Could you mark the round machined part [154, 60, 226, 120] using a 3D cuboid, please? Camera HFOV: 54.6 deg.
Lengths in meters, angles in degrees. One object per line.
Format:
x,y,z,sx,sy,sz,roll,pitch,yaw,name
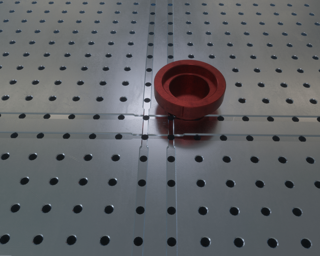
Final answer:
0.041,-0.050,0.439,0.099,0.042,0.098,0,50,0,round machined part
